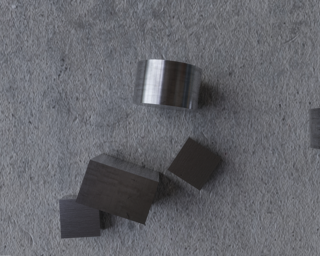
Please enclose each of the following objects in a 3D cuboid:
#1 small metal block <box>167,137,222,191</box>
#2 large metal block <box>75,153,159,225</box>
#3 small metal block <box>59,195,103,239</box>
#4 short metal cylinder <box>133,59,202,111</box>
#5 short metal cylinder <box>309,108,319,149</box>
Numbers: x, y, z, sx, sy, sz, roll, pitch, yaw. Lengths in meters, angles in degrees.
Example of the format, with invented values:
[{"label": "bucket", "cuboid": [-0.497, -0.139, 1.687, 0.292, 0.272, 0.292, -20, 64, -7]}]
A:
[{"label": "small metal block", "cuboid": [0.044, 0.046, 0.411, 0.050, 0.025, 0.050, 33, 90, -1]}, {"label": "large metal block", "cuboid": [-0.047, 0.071, 0.382, 0.080, 0.080, 0.050, 18, 90, -1]}, {"label": "small metal block", "cuboid": [-0.103, 0.115, 0.409, 0.050, 0.025, 0.050, -3, 90, -1]}, {"label": "short metal cylinder", "cuboid": [0.009, -0.050, 0.383, 0.081, 0.080, 0.050, 7, 90, -1]}, {"label": "short metal cylinder", "cuboid": [0.231, -0.001, 0.386, 0.081, 0.080, 0.050, -2, 90, -1]}]
